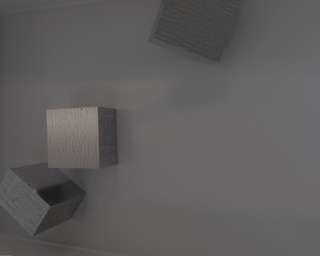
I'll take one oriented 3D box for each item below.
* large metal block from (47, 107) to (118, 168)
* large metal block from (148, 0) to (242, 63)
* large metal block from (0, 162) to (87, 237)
[{"bbox_3d":[-0.108,0.013,0.435,0.080,0.050,0.080,-2,89,20],"label":"large metal block"},{"bbox_3d":[0.039,-0.128,0.365,0.080,0.050,0.080,18,97,-12],"label":"large metal block"},{"bbox_3d":[-0.168,0.096,0.440,0.080,0.080,0.050,36,102,16],"label":"large metal block"}]
